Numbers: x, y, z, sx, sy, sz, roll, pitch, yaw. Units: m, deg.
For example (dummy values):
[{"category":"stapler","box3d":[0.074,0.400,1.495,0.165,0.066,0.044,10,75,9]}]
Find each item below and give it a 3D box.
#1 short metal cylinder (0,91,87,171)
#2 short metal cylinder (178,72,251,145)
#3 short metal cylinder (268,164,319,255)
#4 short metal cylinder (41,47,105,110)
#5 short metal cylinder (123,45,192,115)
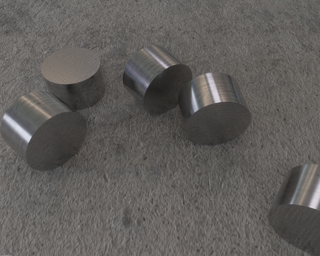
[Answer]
[{"category":"short metal cylinder","box3d":[-0.134,0.003,0.364,0.050,0.080,0.080,34,58,25]},{"category":"short metal cylinder","box3d":[0.066,-0.022,0.387,0.081,0.080,0.050,-5,50,-4]},{"category":"short metal cylinder","box3d":[0.154,0.081,0.300,0.080,0.080,0.050,26,55,20]},{"category":"short metal cylinder","box3d":[-0.123,-0.071,0.446,0.080,0.050,0.080,0,50,0]},{"category":"short metal cylinder","box3d":[-0.003,-0.065,0.422,0.081,0.080,0.050,-29,56,-22]}]
